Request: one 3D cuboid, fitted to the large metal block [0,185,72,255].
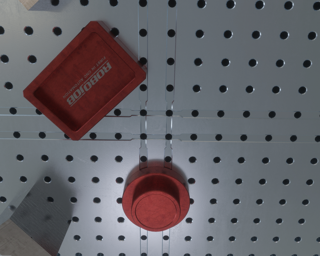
[{"bbox_3d":[-0.181,0.141,0.434,0.050,0.080,0.080,-36,107,12],"label":"large metal block"}]

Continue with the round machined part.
[{"bbox_3d":[-0.006,0.108,0.444,0.099,0.042,0.097,0,110,0],"label":"round machined part"}]

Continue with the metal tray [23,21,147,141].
[{"bbox_3d":[-0.092,-0.057,0.388,0.130,0.030,0.090,-41,106,13],"label":"metal tray"}]

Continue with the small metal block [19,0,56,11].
[{"bbox_3d":[-0.145,-0.158,0.340,0.025,0.050,0.050,-37,106,12],"label":"small metal block"}]
